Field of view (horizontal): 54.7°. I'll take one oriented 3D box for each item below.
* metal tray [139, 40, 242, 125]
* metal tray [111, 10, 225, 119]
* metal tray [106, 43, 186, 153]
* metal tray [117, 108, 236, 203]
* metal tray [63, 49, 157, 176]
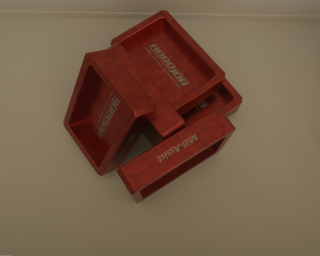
[{"bbox_3d":[0.037,-0.058,0.428,0.090,0.030,0.130,-33,73,-10],"label":"metal tray"},{"bbox_3d":[0.009,-0.083,0.404,0.090,0.030,0.130,-35,73,-12],"label":"metal tray"},{"bbox_3d":[-0.023,-0.031,0.384,0.030,0.090,0.130,-35,74,-12],"label":"metal tray"},{"bbox_3d":[0.018,0.036,0.361,0.131,0.090,0.030,-31,73,-11],"label":"metal tray"},{"bbox_3d":[-0.064,-0.014,0.358,0.030,0.129,0.090,-25,69,-41],"label":"metal tray"}]
